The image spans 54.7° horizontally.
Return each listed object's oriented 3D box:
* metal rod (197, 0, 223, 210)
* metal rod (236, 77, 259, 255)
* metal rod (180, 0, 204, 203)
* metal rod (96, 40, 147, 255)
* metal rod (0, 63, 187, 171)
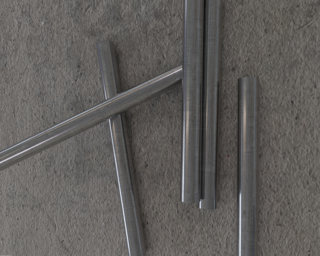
[{"bbox_3d":[0.063,-0.050,0.386,0.025,0.025,0.298,2,91,20],"label":"metal rod"},{"bbox_3d":[0.105,0.090,0.371,0.025,0.025,0.298,0,90,20],"label":"metal rod"},{"bbox_3d":[0.039,-0.062,0.375,0.025,0.025,0.298,1,90,20],"label":"metal rod"},{"bbox_3d":[-0.054,0.028,0.427,0.025,0.025,0.298,-10,87,20],"label":"metal rod"},{"bbox_3d":[-0.103,-0.008,0.407,0.301,0.025,0.025,-25,82,3],"label":"metal rod"}]
